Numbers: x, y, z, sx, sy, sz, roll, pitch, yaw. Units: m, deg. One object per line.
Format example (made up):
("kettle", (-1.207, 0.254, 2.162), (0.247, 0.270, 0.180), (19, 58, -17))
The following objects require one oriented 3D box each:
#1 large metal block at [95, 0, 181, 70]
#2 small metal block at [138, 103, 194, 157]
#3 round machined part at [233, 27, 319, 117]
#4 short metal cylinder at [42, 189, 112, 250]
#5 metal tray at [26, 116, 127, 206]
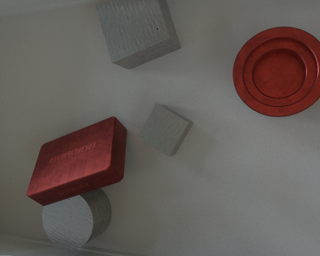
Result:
("large metal block", (-0.027, -0.132, 0.406), (0.080, 0.050, 0.080), (-18, 84, 18))
("small metal block", (0.008, 0.002, 0.407), (0.050, 0.025, 0.050), (32, 100, 16))
("round machined part", (0.136, -0.061, 0.354), (0.098, 0.042, 0.097), (0, 90, 19))
("short metal cylinder", (-0.116, 0.122, 0.437), (0.080, 0.050, 0.079), (0, 90, 19))
("metal tray", (-0.110, 0.044, 0.418), (0.130, 0.030, 0.090), (-20, 43, 18))
